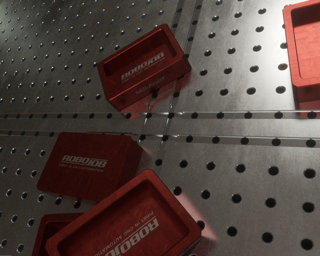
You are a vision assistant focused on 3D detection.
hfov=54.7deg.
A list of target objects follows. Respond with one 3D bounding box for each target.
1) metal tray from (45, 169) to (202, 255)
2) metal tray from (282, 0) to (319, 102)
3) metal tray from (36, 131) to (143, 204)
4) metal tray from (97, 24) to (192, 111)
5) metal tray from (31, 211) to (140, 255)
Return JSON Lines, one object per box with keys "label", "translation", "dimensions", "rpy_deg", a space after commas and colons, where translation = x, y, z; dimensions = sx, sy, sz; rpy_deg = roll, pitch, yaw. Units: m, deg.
{"label": "metal tray", "translation": [-0.035, 0.114, 0.314], "dimensions": [0.131, 0.030, 0.090], "rpy_deg": [-35, 65, -17]}
{"label": "metal tray", "translation": [0.197, -0.098, 0.361], "dimensions": [0.090, 0.030, 0.130], "rpy_deg": [-7, 58, 24]}
{"label": "metal tray", "translation": [-0.096, 0.054, 0.421], "dimensions": [0.130, 0.030, 0.090], "rpy_deg": [3, 63, 29]}
{"label": "metal tray", "translation": [-0.028, -0.095, 0.475], "dimensions": [0.130, 0.030, 0.090], "rpy_deg": [-29, 52, 9]}
{"label": "metal tray", "translation": [-0.089, 0.147, 0.359], "dimensions": [0.130, 0.030, 0.090], "rpy_deg": [-9, 58, 23]}
